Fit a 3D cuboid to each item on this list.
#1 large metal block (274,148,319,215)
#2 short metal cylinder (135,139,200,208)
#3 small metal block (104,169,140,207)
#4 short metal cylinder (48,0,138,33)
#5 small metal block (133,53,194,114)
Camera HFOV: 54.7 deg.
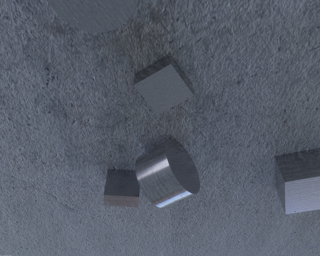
[{"bbox_3d":[0.220,0.079,0.462,0.080,0.050,0.080,-12,129,9],"label":"large metal block"},{"bbox_3d":[0.012,0.062,0.424,0.050,0.080,0.080,-31,124,23],"label":"short metal cylinder"},{"bbox_3d":[-0.056,0.090,0.467,0.050,0.050,0.025,4,130,-4],"label":"small metal block"},{"bbox_3d":[-0.057,-0.134,0.276,0.081,0.050,0.079,0,130,0],"label":"short metal cylinder"},{"bbox_3d":[0.005,-0.051,0.364,0.050,0.025,0.050,-27,126,20],"label":"small metal block"}]
